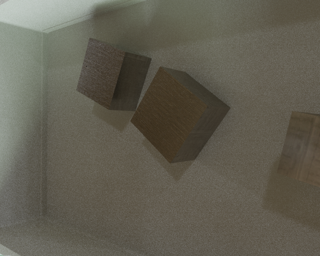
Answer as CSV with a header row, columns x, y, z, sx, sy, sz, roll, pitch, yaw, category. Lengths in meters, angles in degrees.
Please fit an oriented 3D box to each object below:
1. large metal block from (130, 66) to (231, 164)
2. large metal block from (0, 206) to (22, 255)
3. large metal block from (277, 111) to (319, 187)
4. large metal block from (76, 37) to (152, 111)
x,y,z,sx,sy,sz,roll,pitch,yaw,category
0.022,-0.016,0.372,0.080,0.050,0.080,45,117,30,large metal block
-0.357,0.234,0.689,0.080,0.050,0.079,32,110,35,large metal block
0.152,0.020,0.245,0.080,0.081,0.050,17,101,38,large metal block
-0.068,-0.077,0.447,0.080,0.050,0.079,30,108,36,large metal block
